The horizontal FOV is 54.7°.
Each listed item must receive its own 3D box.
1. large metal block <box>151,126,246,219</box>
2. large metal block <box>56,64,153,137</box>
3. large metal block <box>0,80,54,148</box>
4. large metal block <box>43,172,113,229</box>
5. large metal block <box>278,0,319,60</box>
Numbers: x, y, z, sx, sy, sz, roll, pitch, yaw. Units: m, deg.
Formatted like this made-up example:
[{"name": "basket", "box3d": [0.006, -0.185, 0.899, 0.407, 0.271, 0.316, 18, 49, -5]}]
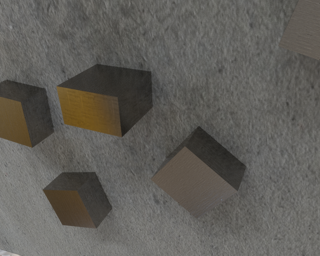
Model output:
[{"name": "large metal block", "box3d": [0.049, 0.058, 0.400, 0.080, 0.050, 0.080, 41, 129, 0]}, {"name": "large metal block", "box3d": [-0.063, -0.037, 0.380, 0.080, 0.080, 0.050, 12, 123, 21]}, {"name": "large metal block", "box3d": [-0.223, -0.024, 0.491, 0.080, 0.050, 0.079, 14, 124, 20]}, {"name": "large metal block", "box3d": [-0.142, 0.125, 0.540, 0.080, 0.050, 0.080, -5, 116, 30]}, {"name": "large metal block", "box3d": [0.154, -0.097, 0.250, 0.080, 0.050, 0.079, 24, 127, 13]}]
